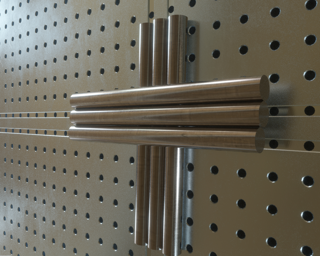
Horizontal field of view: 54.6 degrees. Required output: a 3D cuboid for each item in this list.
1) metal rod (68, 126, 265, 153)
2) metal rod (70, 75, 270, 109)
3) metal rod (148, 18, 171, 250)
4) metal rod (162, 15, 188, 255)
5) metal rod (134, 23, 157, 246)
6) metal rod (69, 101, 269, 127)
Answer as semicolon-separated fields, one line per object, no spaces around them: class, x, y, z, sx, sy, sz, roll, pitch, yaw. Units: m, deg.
metal rod;-0.019;0.010;0.393;0.300;0.025;0.025;1;91;40
metal rod;-0.016;-0.040;0.391;0.300;0.025;0.025;1;91;40
metal rod;0.000;0.009;0.411;0.025;0.025;0.298;2;92;40
metal rod;0.019;0.010;0.395;0.025;0.025;0.298;2;92;40
metal rod;-0.019;0.009;0.426;0.025;0.025;0.298;2;92;40
metal rod;-0.016;-0.015;0.391;0.300;0.025;0.025;1;91;40
